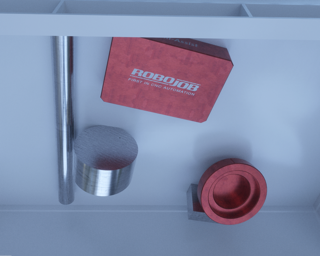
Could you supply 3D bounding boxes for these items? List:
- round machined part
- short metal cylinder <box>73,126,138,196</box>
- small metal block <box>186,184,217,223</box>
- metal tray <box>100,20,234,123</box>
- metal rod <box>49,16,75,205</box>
[{"bbox_3d":[0.103,0.090,0.460,0.099,0.042,0.097,-2,106,-7],"label":"round machined part"},{"bbox_3d":[-0.073,0.042,0.408,0.081,0.080,0.050,9,130,-8],"label":"short metal cylinder"},{"bbox_3d":[0.072,0.121,0.497,0.050,0.050,0.025,11,132,-10],"label":"small metal block"},{"bbox_3d":[0.005,-0.060,0.355,0.131,0.030,0.089,12,129,-11],"label":"metal tray"},{"bbox_3d":[-0.126,0.003,0.409,0.025,0.025,0.298,8,130,-7],"label":"metal rod"}]
